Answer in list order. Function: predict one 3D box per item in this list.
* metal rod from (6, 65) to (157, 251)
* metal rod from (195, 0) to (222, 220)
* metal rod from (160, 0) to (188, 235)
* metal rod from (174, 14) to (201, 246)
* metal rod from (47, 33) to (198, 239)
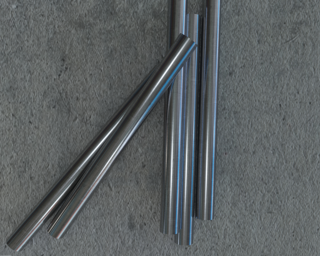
[{"bbox_3d":[-0.094,0.039,0.408,0.025,0.025,0.300,40,90,-1],"label":"metal rod"},{"bbox_3d":[0.064,-0.030,0.410,0.025,0.025,0.298,2,90,-1],"label":"metal rod"},{"bbox_3d":[0.018,-0.018,0.393,0.025,0.025,0.298,2,90,-1],"label":"metal rod"},{"bbox_3d":[0.037,0.002,0.410,0.025,0.025,0.298,2,90,-1],"label":"metal rod"},{"bbox_3d":[-0.052,0.017,0.385,0.025,0.025,0.299,35,99,-1],"label":"metal rod"}]
